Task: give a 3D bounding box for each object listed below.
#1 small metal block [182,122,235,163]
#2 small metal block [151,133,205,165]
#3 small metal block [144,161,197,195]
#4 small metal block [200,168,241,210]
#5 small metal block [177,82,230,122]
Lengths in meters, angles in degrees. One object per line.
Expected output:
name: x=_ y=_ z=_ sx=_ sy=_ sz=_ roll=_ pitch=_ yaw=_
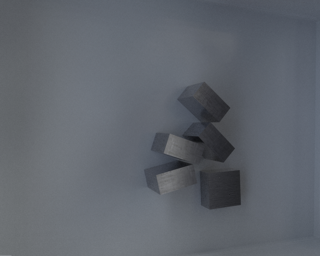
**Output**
small metal block: x=0.065 y=0.019 z=0.421 sx=0.050 sy=0.050 sz=0.025 roll=45 pitch=76 yaw=-15
small metal block: x=0.022 y=0.026 z=0.405 sx=0.050 sy=0.050 sz=0.025 roll=20 pitch=84 yaw=-19
small metal block: x=0.013 y=0.063 z=0.402 sx=0.050 sy=0.050 sz=0.025 roll=-14 pitch=95 yaw=-20
small metal block: x=0.086 y=0.085 z=0.442 sx=0.050 sy=0.025 sz=0.050 roll=-2 pitch=91 yaw=-20
small metal block: x=0.058 y=-0.033 z=0.418 sx=0.050 sy=0.050 sz=0.025 roll=42 pitch=77 yaw=-15
